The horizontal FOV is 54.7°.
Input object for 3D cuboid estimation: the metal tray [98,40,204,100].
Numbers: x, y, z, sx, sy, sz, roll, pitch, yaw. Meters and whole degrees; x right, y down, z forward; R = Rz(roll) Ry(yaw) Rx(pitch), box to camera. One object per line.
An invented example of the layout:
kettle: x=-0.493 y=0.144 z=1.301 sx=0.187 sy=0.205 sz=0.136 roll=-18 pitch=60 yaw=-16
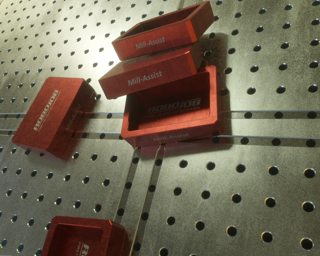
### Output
metal tray: x=-0.009 y=-0.084 z=0.431 sx=0.130 sy=0.030 sz=0.090 roll=-13 pitch=24 yaw=21

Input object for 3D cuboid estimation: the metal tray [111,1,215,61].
metal tray: x=0.005 y=-0.142 z=0.454 sx=0.130 sy=0.030 sz=0.090 roll=-5 pitch=32 yaw=33

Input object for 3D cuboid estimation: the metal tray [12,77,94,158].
metal tray: x=-0.174 y=-0.022 z=0.507 sx=0.090 sy=0.030 sz=0.130 roll=8 pitch=65 yaw=31

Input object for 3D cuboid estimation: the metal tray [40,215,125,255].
metal tray: x=-0.098 y=0.170 z=0.350 sx=0.090 sy=0.030 sz=0.130 roll=-4 pitch=60 yaw=26

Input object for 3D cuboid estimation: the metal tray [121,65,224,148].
metal tray: x=0.016 y=-0.028 z=0.412 sx=0.130 sy=0.030 sz=0.090 roll=-9 pitch=58 yaw=22
